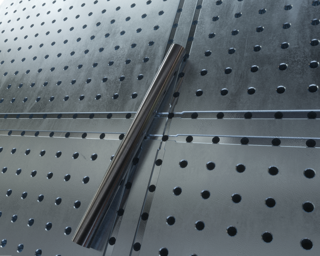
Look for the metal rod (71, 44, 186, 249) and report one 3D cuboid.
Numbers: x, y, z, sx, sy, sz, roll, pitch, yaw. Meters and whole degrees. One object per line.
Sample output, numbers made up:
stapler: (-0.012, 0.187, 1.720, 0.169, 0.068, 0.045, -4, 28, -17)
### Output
metal rod: (-0.034, 0.010, 0.417, 0.025, 0.025, 0.300, 13, 68, 33)
